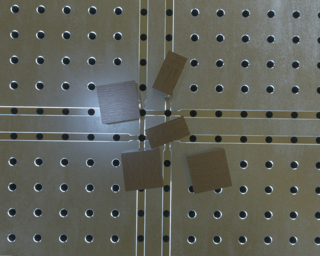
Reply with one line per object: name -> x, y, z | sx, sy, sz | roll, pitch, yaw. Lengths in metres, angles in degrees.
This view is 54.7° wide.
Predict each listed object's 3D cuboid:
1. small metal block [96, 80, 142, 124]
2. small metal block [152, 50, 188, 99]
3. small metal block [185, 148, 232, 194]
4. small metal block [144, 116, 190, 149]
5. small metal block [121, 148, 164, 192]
small metal block -> -0.054, -0.034, 0.413 | 0.050, 0.025, 0.050 | -9, 90, -1
small metal block -> 0.012, -0.067, 0.401 | 0.025, 0.050, 0.050 | 24, 90, 0
small metal block -> 0.064, 0.056, 0.414 | 0.050, 0.025, 0.050 | -12, 90, -1
small metal block -> 0.009, 0.005, 0.401 | 0.050, 0.050, 0.025 | -20, 90, 0
small metal block -> -0.023, 0.055, 0.413 | 0.050, 0.025, 0.050 | -7, 90, -1
